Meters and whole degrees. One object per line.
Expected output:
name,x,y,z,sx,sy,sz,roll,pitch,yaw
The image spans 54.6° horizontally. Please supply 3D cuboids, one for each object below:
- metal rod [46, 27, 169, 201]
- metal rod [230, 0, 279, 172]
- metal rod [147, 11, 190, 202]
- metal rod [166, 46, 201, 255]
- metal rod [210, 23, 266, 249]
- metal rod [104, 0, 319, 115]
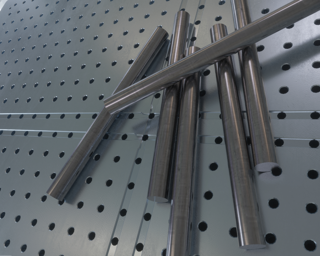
metal rod,-0.071,-0.030,0.465,0.025,0.025,0.300,20,72,36
metal rod,0.115,-0.087,0.401,0.025,0.025,0.300,-12,56,22
metal rod,0.017,-0.048,0.429,0.025,0.025,0.300,-6,59,25
metal rod,0.033,0.021,0.379,0.025,0.025,0.300,-7,58,25
metal rod,0.086,-0.015,0.372,0.025,0.025,0.300,-14,56,21
metal rod,0.061,-0.092,0.399,0.300,0.025,0.025,-26,53,12
